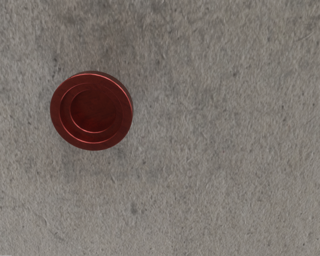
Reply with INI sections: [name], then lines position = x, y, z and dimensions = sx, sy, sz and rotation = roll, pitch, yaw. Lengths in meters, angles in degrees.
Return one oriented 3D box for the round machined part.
[round machined part]
position = -0.083, -0.024, 0.391
dimensions = 0.099, 0.042, 0.097
rotation = 0, 110, -1
